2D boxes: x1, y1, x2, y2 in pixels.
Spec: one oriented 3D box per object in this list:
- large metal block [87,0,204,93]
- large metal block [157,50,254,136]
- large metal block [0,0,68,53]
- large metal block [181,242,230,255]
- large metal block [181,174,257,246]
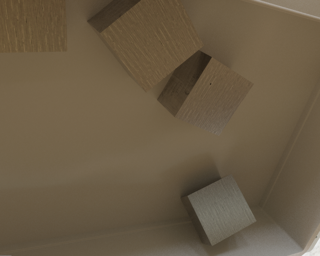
[{"bbox_3d":[-0.014,-0.099,0.324,0.080,0.050,0.080,-40,129,-1],"label":"large metal block"},{"bbox_3d":[0.057,-0.046,0.395,0.080,0.050,0.080,21,107,-36],"label":"large metal block"},{"bbox_3d":[-0.124,-0.109,0.257,0.081,0.050,0.079,-8,122,-25],"label":"large metal block"},{"bbox_3d":[0.082,0.273,0.608,0.081,0.050,0.079,6,116,-31],"label":"large metal block"},{"bbox_3d":[0.091,0.129,0.494,0.081,0.080,0.050,-23,169,-15],"label":"large metal block"}]
